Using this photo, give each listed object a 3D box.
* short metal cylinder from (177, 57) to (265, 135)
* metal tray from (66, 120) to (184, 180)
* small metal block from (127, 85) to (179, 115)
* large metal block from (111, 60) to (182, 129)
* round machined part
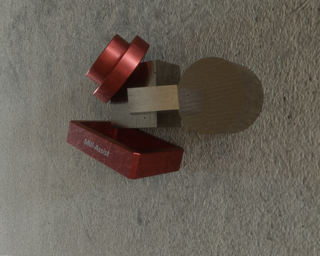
[{"bbox_3d":[0.065,-0.033,0.338,0.080,0.050,0.080,0,90,40],"label":"short metal cylinder"},{"bbox_3d":[-0.046,0.022,0.402,0.130,0.091,0.030,22,104,38],"label":"metal tray"},{"bbox_3d":[-0.007,-0.029,0.337,0.050,0.050,0.025,-5,89,-2],"label":"small metal block"},{"bbox_3d":[-0.019,-0.040,0.407,0.080,0.050,0.080,-2,89,40],"label":"large metal block"},{"bbox_3d":[-0.060,-0.084,0.408,0.042,0.098,0.098,37,122,-15],"label":"round machined part"}]
